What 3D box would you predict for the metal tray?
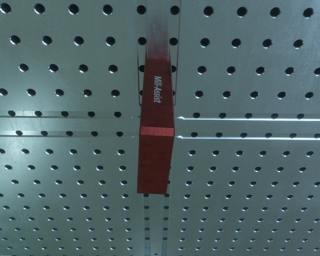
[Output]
[{"bbox_3d":[-0.005,-0.005,0.338,0.030,0.130,0.089,3,130,-3],"label":"metal tray"}]
